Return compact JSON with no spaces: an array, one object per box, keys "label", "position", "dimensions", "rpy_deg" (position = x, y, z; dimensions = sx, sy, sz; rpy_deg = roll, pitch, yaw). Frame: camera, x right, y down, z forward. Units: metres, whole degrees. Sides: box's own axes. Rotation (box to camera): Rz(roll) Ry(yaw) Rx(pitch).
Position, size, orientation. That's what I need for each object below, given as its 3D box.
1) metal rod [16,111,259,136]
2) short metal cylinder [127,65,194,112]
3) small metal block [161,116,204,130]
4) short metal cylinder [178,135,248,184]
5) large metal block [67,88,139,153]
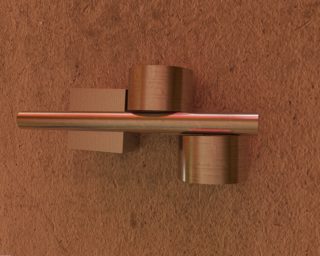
[{"label":"metal rod","position":[-0.041,-0.007,0.369],"dimensions":[0.301,0.025,0.025],"rpy_deg":[1,91,18]},{"label":"short metal cylinder","position":[0.001,-0.045,0.381],"dimensions":[0.080,0.080,0.050],"rpy_deg":[2,91,19]},{"label":"small metal block","position":[0.034,-0.005,0.383],"dimensions":[0.050,0.050,0.025],"rpy_deg":[1,91,19]},{"label":"short metal cylinder","position":[0.061,0.033,0.359],"dimensions":[0.080,0.080,0.050],"rpy_deg":[0,90,19]},{"label":"large metal block","position":[-0.074,-0.011,0.418],"dimensions":[0.080,0.050,0.079],"rpy_deg":[3,91,19]}]
